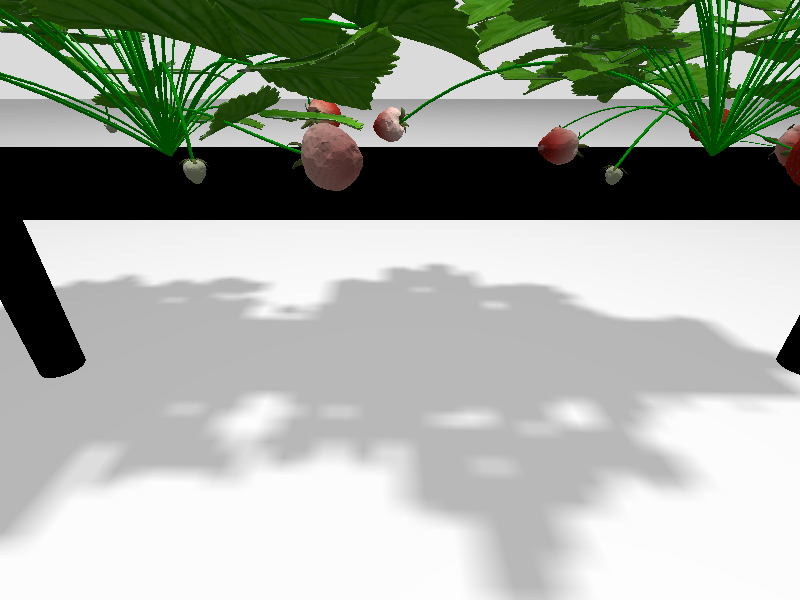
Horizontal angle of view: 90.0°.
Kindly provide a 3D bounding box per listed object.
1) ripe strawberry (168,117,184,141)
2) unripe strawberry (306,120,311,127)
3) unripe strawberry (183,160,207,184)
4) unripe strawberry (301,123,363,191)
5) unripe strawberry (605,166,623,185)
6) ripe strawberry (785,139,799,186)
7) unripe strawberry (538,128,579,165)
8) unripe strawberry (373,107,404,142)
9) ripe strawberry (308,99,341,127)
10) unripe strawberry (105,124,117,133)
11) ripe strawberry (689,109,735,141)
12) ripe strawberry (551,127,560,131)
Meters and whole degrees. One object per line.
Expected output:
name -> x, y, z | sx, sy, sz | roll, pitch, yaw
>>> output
ripe strawberry -> -0.236, -0.175, 0.413 | 0.024, 0.025, 0.026 | -12, 30, -22
unripe strawberry -> -0.108, -0.216, 0.485 | 0.011, 0.012, 0.013 | 12, 30, 22
unripe strawberry -> -0.102, -0.064, 0.200 | 0.011, 0.011, 0.011 | -16, 32, -28
unripe strawberry -> -0.035, -0.074, 0.209 | 0.033, 0.034, 0.030 | 22, 35, 34
unripe strawberry -> 0.123, -0.071, 0.231 | 0.010, 0.010, 0.009 | 11, 14, -45
ripe strawberry -> 0.240, -0.079, 0.221 | 0.034, 0.036, 0.037 | 5, 29, 9
unripe strawberry -> 0.111, -0.109, 0.285 | 0.025, 0.024, 0.027 | -11, 30, -15
unripe strawberry -> -0.011, -0.178, 0.408 | 0.030, 0.032, 0.028 | -2, 26, 22
ripe strawberry -> -0.085, -0.214, 0.468 | 0.041, 0.043, 0.044 | 17, 32, 28
unripe strawberry -> -0.303, -0.181, 0.421 | 0.010, 0.010, 0.011 | 24, 36, 37
ripe strawberry -> 0.313, -0.176, 0.403 | 0.036, 0.031, 0.036 | 16, 31, 27
ripe strawberry -> 0.162, -0.173, 0.418 | 0.015, 0.013, 0.015 | -25, -7, -38
